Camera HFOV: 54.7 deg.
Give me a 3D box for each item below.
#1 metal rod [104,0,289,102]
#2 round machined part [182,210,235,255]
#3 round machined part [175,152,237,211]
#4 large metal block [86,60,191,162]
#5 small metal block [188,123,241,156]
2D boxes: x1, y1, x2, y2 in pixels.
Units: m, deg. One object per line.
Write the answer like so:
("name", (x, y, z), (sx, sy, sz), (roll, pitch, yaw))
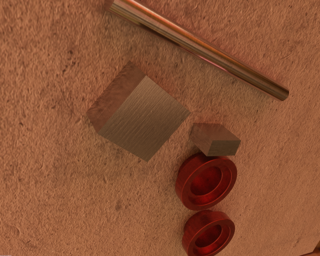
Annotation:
("metal rod", (0.069, -0.089, 0.389), (0.302, 0.025, 0.025), (17, 109, -35))
("round machined part", (0.082, 0.186, 0.556), (0.099, 0.042, 0.097), (-14, 124, -21))
("round machined part", (0.067, 0.076, 0.480), (0.099, 0.042, 0.097), (-14, 124, -21))
("large metal block", (-0.025, -0.018, 0.366), (0.080, 0.050, 0.080), (-49, 129, 6))
("small metal block", (0.077, 0.016, 0.443), (0.050, 0.050, 0.025), (1, 118, -29))
